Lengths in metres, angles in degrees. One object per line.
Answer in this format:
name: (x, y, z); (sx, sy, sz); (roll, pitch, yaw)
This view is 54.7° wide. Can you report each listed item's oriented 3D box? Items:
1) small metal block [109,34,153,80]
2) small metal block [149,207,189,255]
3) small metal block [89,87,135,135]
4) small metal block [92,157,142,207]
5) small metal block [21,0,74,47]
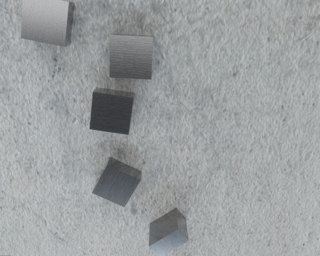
small metal block: (-0.034, -0.087, 0.377); (0.050, 0.025, 0.050); (2, 110, -2)
small metal block: (0.012, 0.152, 0.453); (0.050, 0.050, 0.025); (-34, 107, 11)
small metal block: (-0.061, -0.022, 0.401); (0.050, 0.025, 0.050); (8, 110, -4)
small metal block: (-0.060, 0.076, 0.437); (0.050, 0.025, 0.050); (27, 108, -10)
small metal block: (-0.131, -0.126, 0.361); (0.050, 0.025, 0.050); (10, 110, -5)
